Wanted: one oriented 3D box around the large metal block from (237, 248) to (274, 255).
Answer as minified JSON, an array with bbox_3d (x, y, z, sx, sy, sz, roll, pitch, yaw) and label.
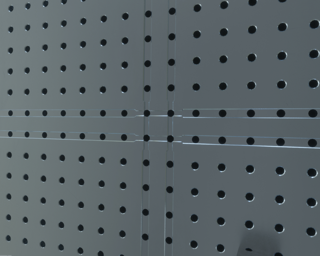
[{"bbox_3d":[0.105,0.193,0.346,0.050,0.080,0.080,6,92,20],"label":"large metal block"}]
